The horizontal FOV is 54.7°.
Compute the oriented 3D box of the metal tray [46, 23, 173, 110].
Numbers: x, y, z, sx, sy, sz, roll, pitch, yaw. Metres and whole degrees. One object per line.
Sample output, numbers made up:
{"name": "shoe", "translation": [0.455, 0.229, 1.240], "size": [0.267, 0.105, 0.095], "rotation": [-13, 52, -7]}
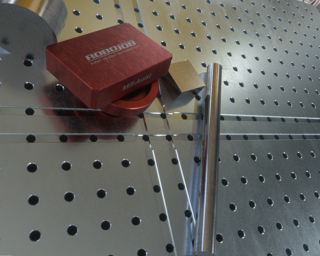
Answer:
{"name": "metal tray", "translation": [-0.059, -0.083, 0.384], "size": [0.090, 0.030, 0.131], "rotation": [40, 49, 20]}

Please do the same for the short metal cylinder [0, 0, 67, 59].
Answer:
{"name": "short metal cylinder", "translation": [-0.157, -0.128, 0.367], "size": [0.081, 0.080, 0.050], "rotation": [18, 55, -19]}

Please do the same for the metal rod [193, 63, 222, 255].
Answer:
{"name": "metal rod", "translation": [0.071, 0.021, 0.435], "size": [0.025, 0.025, 0.300], "rotation": [21, 54, -16]}

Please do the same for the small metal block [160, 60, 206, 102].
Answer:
{"name": "small metal block", "translation": [0.033, -0.073, 0.472], "size": [0.050, 0.025, 0.050], "rotation": [-20, 73, -36]}

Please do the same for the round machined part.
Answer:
{"name": "round machined part", "translation": [-0.055, -0.056, 0.403], "size": [0.099, 0.042, 0.098], "rotation": [14, 56, -21]}
